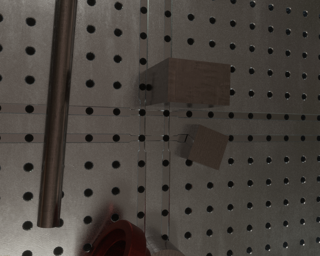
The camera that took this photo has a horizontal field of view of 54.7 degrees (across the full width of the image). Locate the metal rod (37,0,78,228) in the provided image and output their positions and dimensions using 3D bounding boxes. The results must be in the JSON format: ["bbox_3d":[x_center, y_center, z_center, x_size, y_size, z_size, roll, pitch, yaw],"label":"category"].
[{"bbox_3d":[-0.121,-0.035,0.368,0.025,0.025,0.298,5,88,-20],"label":"metal rod"}]

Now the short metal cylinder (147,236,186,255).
[{"bbox_3d":[-0.003,0.188,0.399,0.081,0.050,0.079,0,90,-21],"label":"short metal cylinder"}]

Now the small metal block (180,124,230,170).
[{"bbox_3d":[0.063,0.027,0.438,0.050,0.025,0.050,22,83,-19],"label":"small metal block"}]

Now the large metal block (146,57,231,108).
[{"bbox_3d":[0.033,-0.053,0.397,0.081,0.080,0.050,2,90,-20],"label":"large metal block"}]

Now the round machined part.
[{"bbox_3d":[-0.048,0.161,0.358,0.042,0.098,0.098,39,77,-21],"label":"round machined part"}]
